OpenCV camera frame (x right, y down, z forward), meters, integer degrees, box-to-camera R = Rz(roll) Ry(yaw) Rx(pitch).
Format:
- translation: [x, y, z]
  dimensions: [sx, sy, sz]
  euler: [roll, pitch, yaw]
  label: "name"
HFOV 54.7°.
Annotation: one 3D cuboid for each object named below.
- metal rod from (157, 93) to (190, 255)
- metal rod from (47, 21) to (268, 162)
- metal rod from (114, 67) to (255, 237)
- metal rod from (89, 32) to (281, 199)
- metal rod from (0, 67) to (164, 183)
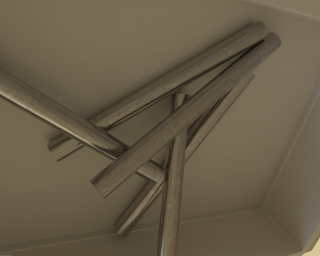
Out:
- translation: [0.013, 0.106, 0.395]
  dimensions: [0.025, 0.025, 0.298]
  euler: [6, 88, -31]
  label: "metal rod"
- translation: [0.004, -0.049, 0.379]
  dimensions: [0.301, 0.025, 0.025]
  euler: [-32, 129, -8]
  label: "metal rod"
- translation: [0.031, 0.039, 0.449]
  dimensions: [0.025, 0.025, 0.299]
  euler: [31, 101, -38]
  label: "metal rod"
- translation: [0.044, -0.027, 0.373]
  dimensions: [0.301, 0.025, 0.025]
  euler: [-40, 131, -18]
  label: "metal rod"
- translation: [-0.109, -0.015, 0.315]
  dimensions: [0.301, 0.025, 0.025]
  euler: [35, 99, -31]
  label: "metal rod"
